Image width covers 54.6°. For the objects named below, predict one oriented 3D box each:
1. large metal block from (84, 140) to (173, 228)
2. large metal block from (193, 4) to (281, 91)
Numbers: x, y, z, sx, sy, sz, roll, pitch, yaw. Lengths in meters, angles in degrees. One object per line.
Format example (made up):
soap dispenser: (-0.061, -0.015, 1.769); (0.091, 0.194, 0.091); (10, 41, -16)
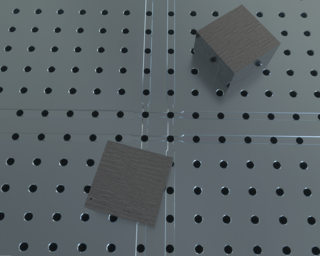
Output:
large metal block: (-0.034, 0.069, 0.373); (0.080, 0.050, 0.080); (15, 71, 5)
large metal block: (0.106, -0.114, 0.441); (0.080, 0.050, 0.080); (-34, 74, -12)
